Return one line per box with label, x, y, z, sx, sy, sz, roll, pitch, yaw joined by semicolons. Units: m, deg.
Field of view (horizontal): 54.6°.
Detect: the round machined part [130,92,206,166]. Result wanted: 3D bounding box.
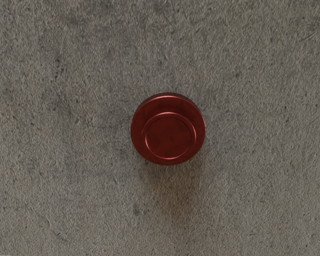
round machined part;0.011;0.006;0.403;0.099;0.042;0.097;0;110;0
